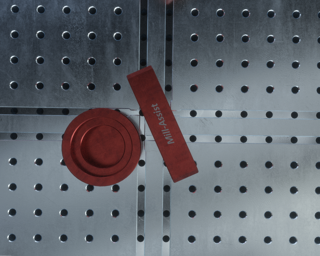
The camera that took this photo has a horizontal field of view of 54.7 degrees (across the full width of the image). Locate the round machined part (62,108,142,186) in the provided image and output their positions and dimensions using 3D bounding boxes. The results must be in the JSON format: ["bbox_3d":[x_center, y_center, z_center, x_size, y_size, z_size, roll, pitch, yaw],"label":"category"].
[{"bbox_3d":[-0.073,0.024,0.404,0.099,0.042,0.097,0,90,-1],"label":"round machined part"}]

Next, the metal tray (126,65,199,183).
[{"bbox_3d":[0.003,-0.005,0.380,0.030,0.090,0.129,-24,90,0],"label":"metal tray"}]
